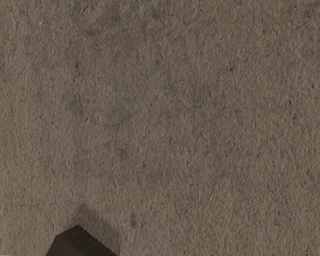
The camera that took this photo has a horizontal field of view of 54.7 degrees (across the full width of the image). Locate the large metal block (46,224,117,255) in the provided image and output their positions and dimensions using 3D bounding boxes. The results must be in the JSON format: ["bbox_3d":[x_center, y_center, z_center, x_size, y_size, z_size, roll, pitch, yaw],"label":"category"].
[{"bbox_3d":[-0.118,0.199,0.436,0.080,0.050,0.080,32,100,17],"label":"large metal block"}]
